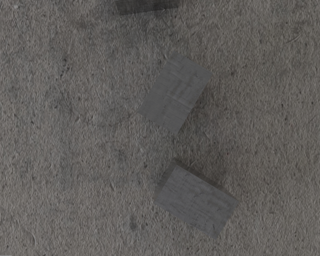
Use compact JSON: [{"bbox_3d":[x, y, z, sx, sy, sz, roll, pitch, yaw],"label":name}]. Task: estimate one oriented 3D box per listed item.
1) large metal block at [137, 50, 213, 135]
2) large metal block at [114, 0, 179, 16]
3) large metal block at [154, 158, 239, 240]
[{"bbox_3d":[0.017,-0.039,0.382,0.050,0.080,0.080,30,90,0],"label":"large metal block"},{"bbox_3d":[-0.021,-0.198,0.397,0.080,0.050,0.080,-8,90,0],"label":"large metal block"},{"bbox_3d":[0.040,0.082,0.383,0.080,0.080,0.050,31,90,0],"label":"large metal block"}]
